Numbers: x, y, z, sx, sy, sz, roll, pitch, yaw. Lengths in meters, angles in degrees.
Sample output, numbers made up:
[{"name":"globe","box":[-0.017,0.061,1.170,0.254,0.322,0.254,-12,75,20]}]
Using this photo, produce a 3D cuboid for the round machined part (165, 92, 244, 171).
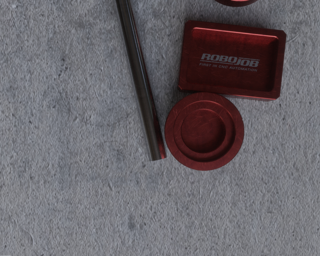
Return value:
[{"name":"round machined part","box":[0.055,0.003,0.401,0.099,0.042,0.097,0,92,0]}]

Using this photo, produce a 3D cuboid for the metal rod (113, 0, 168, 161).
[{"name":"metal rod","box":[-0.035,-0.105,0.409,0.025,0.025,0.298,-13,90,0]}]

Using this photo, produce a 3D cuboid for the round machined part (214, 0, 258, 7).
[{"name":"round machined part","box":[0.099,-0.206,0.403,0.099,0.042,0.097,0,90,-1]}]

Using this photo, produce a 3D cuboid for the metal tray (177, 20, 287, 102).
[{"name":"metal tray","box":[0.092,-0.087,0.408,0.131,0.030,0.089,6,90,-1]}]
